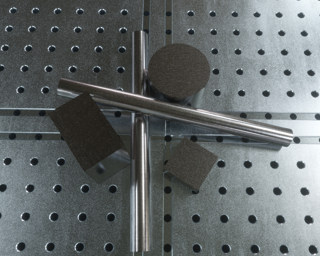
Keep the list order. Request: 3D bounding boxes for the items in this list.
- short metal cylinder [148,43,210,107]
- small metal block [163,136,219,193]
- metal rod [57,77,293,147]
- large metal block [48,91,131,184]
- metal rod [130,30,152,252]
[{"bbox_3d":[0.025,-0.067,0.423,0.081,0.050,0.080,0,70,0],"label":"short metal cylinder"},{"bbox_3d":[0.039,0.047,0.396,0.050,0.025,0.050,32,73,10],"label":"small metal block"},{"bbox_3d":[0.023,-0.019,0.399,0.302,0.025,0.025,12,70,-4],"label":"metal rod"},{"bbox_3d":[-0.081,0.015,0.375,0.050,0.080,0.080,-33,74,-11],"label":"large metal block"},{"bbox_3d":[-0.026,0.003,0.410,0.025,0.025,0.299,-1,70,-1],"label":"metal rod"}]
